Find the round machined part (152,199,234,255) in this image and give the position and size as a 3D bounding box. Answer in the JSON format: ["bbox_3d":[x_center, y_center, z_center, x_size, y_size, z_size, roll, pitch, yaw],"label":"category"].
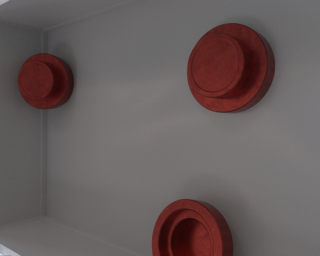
[{"bbox_3d":[0.040,0.132,0.353,0.098,0.042,0.098,-16,65,39],"label":"round machined part"}]

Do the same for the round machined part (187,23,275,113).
[{"bbox_3d":[0.069,-0.065,0.339,0.098,0.042,0.097,0,90,40],"label":"round machined part"}]

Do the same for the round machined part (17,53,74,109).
[{"bbox_3d":[-0.206,-0.082,0.541,0.098,0.042,0.097,1,94,13],"label":"round machined part"}]
